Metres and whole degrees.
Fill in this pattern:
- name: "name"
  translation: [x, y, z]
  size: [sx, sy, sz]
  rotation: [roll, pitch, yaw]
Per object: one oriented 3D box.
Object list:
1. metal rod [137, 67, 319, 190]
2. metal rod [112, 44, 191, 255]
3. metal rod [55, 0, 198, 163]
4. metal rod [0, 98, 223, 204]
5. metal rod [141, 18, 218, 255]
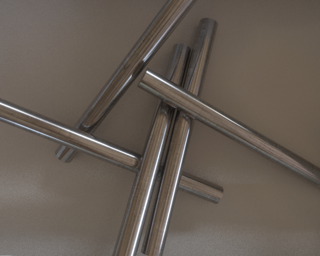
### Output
- name: "metal rod"
  translation: [0.110, 0.013, 0.380]
  size: [0.301, 0.025, 0.025]
  rotation: [28, 90, -13]
- name: "metal rod"
  translation: [-0.009, 0.033, 0.369]
  size: [0.025, 0.025, 0.299]
  rotation: [16, 73, 0]
- name: "metal rod"
  translation: [-0.035, -0.068, 0.359]
  size: [0.025, 0.025, 0.299]
  rotation: [41, 111, 0]
- name: "metal rod"
  translation: [-0.058, 0.032, 0.381]
  size: [0.302, 0.025, 0.025]
  rotation: [23, 90, -12]
- name: "metal rod"
  translation: [0.028, 0.002, 0.383]
  size: [0.025, 0.025, 0.299]
  rotation: [15, 79, 0]
